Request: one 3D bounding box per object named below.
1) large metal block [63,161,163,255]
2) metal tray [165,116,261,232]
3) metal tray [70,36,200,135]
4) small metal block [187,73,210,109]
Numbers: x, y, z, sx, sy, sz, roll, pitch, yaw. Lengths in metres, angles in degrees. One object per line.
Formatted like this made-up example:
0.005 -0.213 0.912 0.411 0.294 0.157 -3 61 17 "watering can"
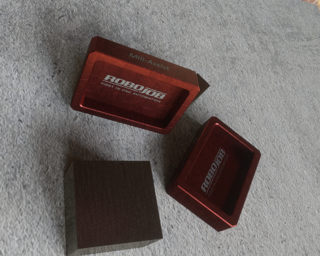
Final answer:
-0.050 0.080 0.313 0.081 0.050 0.080 3 60 -27 "large metal block"
0.075 0.056 0.408 0.090 0.030 0.130 38 51 -3 "metal tray"
-0.031 -0.045 0.371 0.131 0.089 0.030 16 43 -20 "metal tray"
0.037 -0.043 0.436 0.025 0.050 0.050 45 51 3 "small metal block"
